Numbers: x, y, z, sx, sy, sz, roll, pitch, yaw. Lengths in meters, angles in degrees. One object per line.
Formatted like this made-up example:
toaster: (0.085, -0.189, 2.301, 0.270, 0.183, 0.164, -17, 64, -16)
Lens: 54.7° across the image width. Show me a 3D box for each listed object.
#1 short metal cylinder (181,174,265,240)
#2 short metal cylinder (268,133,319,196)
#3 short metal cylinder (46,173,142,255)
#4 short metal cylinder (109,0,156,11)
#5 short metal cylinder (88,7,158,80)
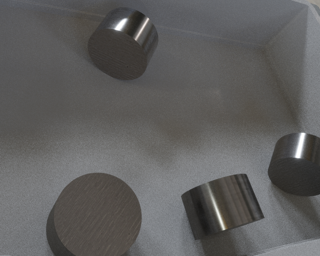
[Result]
short metal cylinder: (0.070, 0.090, 0.353, 0.081, 0.080, 0.050, -4, 64, -30)
short metal cylinder: (0.203, 0.053, 0.447, 0.080, 0.080, 0.050, 37, 51, -4)
short metal cylinder: (-0.064, 0.090, 0.300, 0.081, 0.050, 0.080, 14, 56, -21)
short metal cylinder: (-0.046, -0.231, 0.489, 0.081, 0.080, 0.050, 1, 61, -28)
short metal cylinder: (-0.048, -0.110, 0.412, 0.080, 0.080, 0.050, 28, 52, -11)
